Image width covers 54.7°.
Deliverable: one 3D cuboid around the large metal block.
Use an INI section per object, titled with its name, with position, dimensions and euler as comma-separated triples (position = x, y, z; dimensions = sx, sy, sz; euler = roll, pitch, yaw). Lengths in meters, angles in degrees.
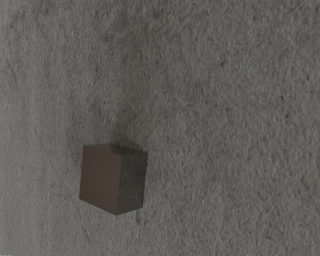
[large metal block]
position = -0.067, 0.069, 0.442
dimensions = 0.080, 0.050, 0.079
euler = 10, 96, 39
